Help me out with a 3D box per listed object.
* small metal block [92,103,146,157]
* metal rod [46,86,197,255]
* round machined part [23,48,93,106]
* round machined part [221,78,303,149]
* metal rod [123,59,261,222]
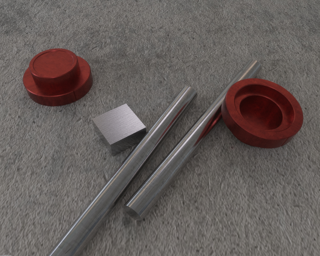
[{"bbox_3d":[-0.052,0.002,0.402,0.050,0.025,0.050,-27,55,-21],"label":"small metal block"},{"bbox_3d":[-0.035,0.049,0.362,0.025,0.025,0.301,25,54,19],"label":"metal rod"},{"bbox_3d":[-0.153,-0.081,0.459,0.099,0.042,0.098,0,50,0],"label":"round machined part"},{"bbox_3d":[0.127,-0.015,0.400,0.099,0.042,0.098,4,54,-6],"label":"round machined part"},{"bbox_3d":[0.059,-0.003,0.406,0.025,0.025,0.301,29,56,22],"label":"metal rod"}]
